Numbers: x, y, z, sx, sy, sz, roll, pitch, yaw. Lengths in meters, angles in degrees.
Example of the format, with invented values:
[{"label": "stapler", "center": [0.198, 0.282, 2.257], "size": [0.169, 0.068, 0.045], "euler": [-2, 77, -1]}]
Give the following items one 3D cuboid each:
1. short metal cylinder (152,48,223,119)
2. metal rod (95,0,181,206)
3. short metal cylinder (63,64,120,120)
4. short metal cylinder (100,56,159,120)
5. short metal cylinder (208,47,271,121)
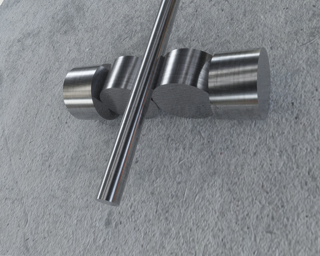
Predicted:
[{"label": "short metal cylinder", "center": [0.035, -0.053, 0.383], "size": [0.080, 0.080, 0.050], "euler": [1, 62, 28]}, {"label": "metal rod", "center": [-0.017, -0.057, 0.370], "size": [0.025, 0.025, 0.300], "euler": [1, 62, 28]}, {"label": "short metal cylinder", "center": [-0.093, -0.051, 0.450], "size": [0.050, 0.080, 0.080], "euler": [1, 62, 29]}, {"label": "short metal cylinder", "center": [-0.035, -0.053, 0.421], "size": [0.080, 0.080, 0.050], "euler": [1, 62, 28]}, {"label": "short metal cylinder", "center": [0.093, -0.048, 0.351], "size": [0.050, 0.080, 0.080], "euler": [1, 62, 29]}]
